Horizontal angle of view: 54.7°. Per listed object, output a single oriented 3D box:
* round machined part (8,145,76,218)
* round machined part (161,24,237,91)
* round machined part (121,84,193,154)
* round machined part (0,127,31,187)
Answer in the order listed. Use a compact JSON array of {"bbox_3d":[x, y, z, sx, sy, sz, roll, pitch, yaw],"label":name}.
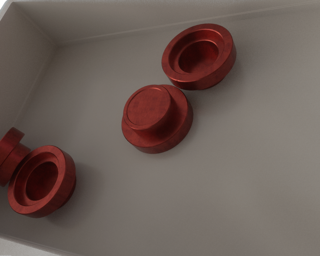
[{"bbox_3d":[-0.157,0.077,0.431,0.098,0.042,0.098,-13,56,21],"label":"round machined part"},{"bbox_3d":[0.055,-0.091,0.422,0.098,0.042,0.098,-13,56,21],"label":"round machined part"},{"bbox_3d":[-0.009,-0.019,0.411,0.098,0.042,0.098,-13,56,21],"label":"round machined part"},{"bbox_3d":[-0.234,0.050,0.468,0.098,0.042,0.098,-46,20,22],"label":"round machined part"}]
